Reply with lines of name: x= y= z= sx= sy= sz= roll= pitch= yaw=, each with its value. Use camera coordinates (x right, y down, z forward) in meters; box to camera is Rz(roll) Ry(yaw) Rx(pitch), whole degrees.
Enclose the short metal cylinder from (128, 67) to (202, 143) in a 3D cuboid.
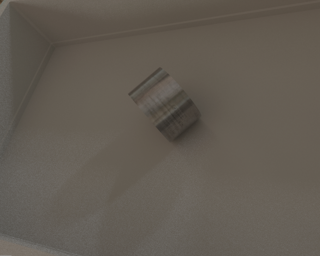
short metal cylinder: x=0.006 y=-0.028 z=0.384 sx=0.050 sy=0.080 sz=0.080 roll=-41 pitch=51 yaw=0
